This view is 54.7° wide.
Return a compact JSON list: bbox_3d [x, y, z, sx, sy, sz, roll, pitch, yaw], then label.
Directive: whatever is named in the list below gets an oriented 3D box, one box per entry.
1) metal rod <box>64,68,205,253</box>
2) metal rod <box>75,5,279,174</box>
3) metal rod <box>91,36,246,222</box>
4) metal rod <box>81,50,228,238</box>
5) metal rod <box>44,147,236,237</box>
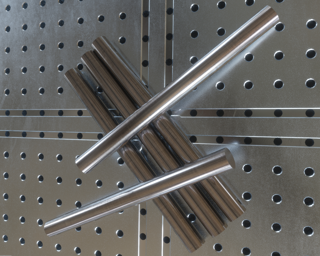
[{"bbox_3d":[-0.041,0.036,0.426,0.025,0.025,0.299,-41,78,15],"label":"metal rod"},{"bbox_3d":[0.016,-0.042,0.385,0.300,0.025,0.025,-38,78,7],"label":"metal rod"},{"bbox_3d":[0.004,-0.007,0.410,0.025,0.025,0.300,-42,77,15],"label":"metal rod"},{"bbox_3d":[-0.014,0.013,0.417,0.025,0.025,0.299,-41,78,15],"label":"metal rod"},{"bbox_3d":[-0.044,0.093,0.405,0.300,0.025,0.025,-26,82,26],"label":"metal rod"}]
